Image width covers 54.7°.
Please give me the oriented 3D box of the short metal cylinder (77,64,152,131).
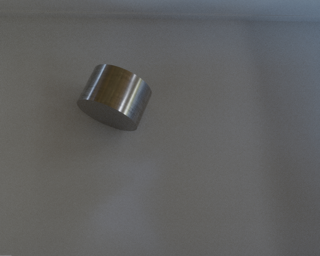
[{"bbox_3d":[-0.057,-0.036,0.393,0.080,0.080,0.050,19,71,6],"label":"short metal cylinder"}]
